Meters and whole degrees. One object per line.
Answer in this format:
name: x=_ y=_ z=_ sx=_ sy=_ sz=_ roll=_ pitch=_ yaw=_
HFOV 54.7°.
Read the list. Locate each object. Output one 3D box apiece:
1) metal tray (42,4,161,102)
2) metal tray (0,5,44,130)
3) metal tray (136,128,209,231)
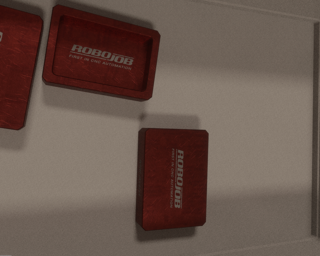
metal tray: x=-0.070 y=-0.087 z=0.382 sx=0.131 sy=0.030 sz=0.089 roll=9 pitch=87 yaw=-20
metal tray: x=-0.186 y=-0.068 z=0.339 sx=0.091 sy=0.030 sz=0.129 roll=10 pitch=87 yaw=-20
metal tray: x=0.017 y=0.066 z=0.415 sx=0.091 sy=0.030 sz=0.129 roll=2 pitch=89 yaw=-21
